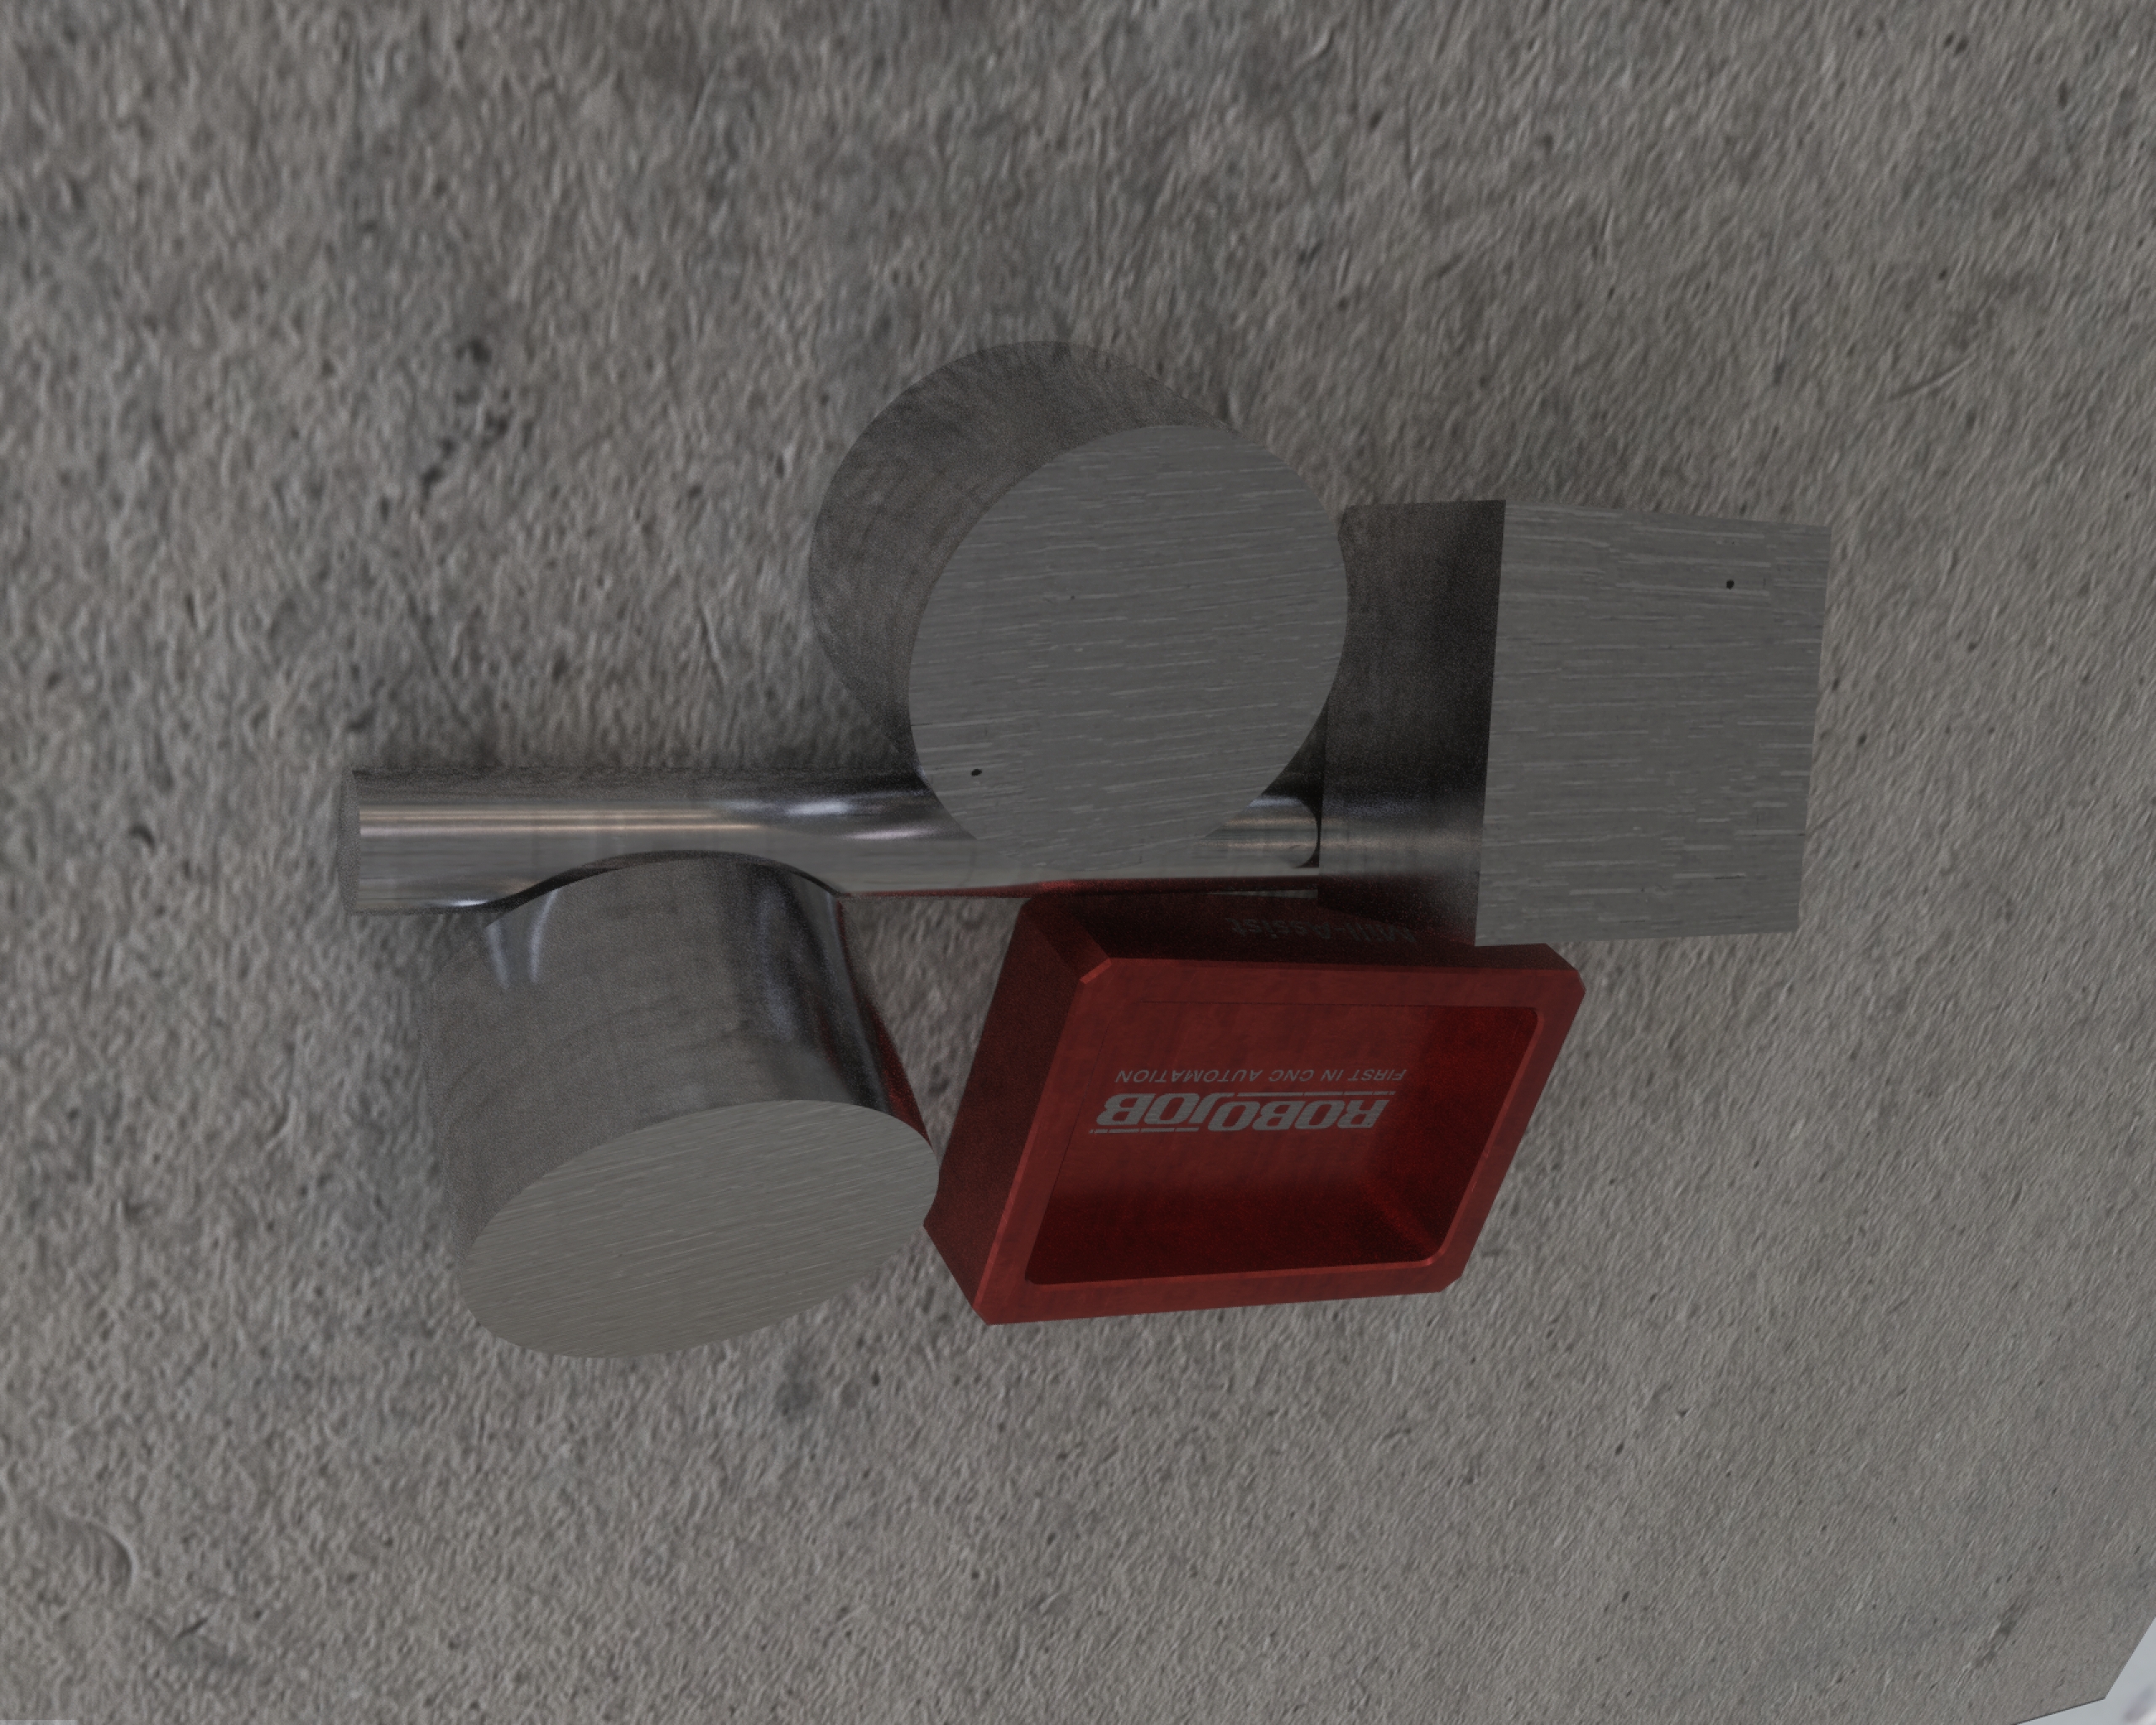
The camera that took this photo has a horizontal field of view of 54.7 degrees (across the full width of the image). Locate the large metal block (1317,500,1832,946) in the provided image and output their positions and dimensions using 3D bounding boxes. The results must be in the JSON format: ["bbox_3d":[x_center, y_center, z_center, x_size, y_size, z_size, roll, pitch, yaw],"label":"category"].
[{"bbox_3d":[0.097,-0.028,0.412,0.081,0.050,0.079,-1,98,-28],"label":"large metal block"}]

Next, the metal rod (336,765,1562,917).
[{"bbox_3d":[0.014,-0.006,0.414,0.303,0.025,0.025,-1,119,-28],"label":"metal rod"}]

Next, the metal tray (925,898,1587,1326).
[{"bbox_3d":[0.040,0.054,0.459,0.131,0.030,0.089,3,117,-30],"label":"metal tray"}]

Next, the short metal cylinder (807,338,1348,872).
[{"bbox_3d":[-0.001,-0.045,0.364,0.081,0.050,0.079,-14,124,-21],"label":"short metal cylinder"}]

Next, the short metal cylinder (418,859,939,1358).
[{"bbox_3d":[-0.070,0.044,0.365,0.081,0.050,0.080,-15,145,-11],"label":"short metal cylinder"}]
